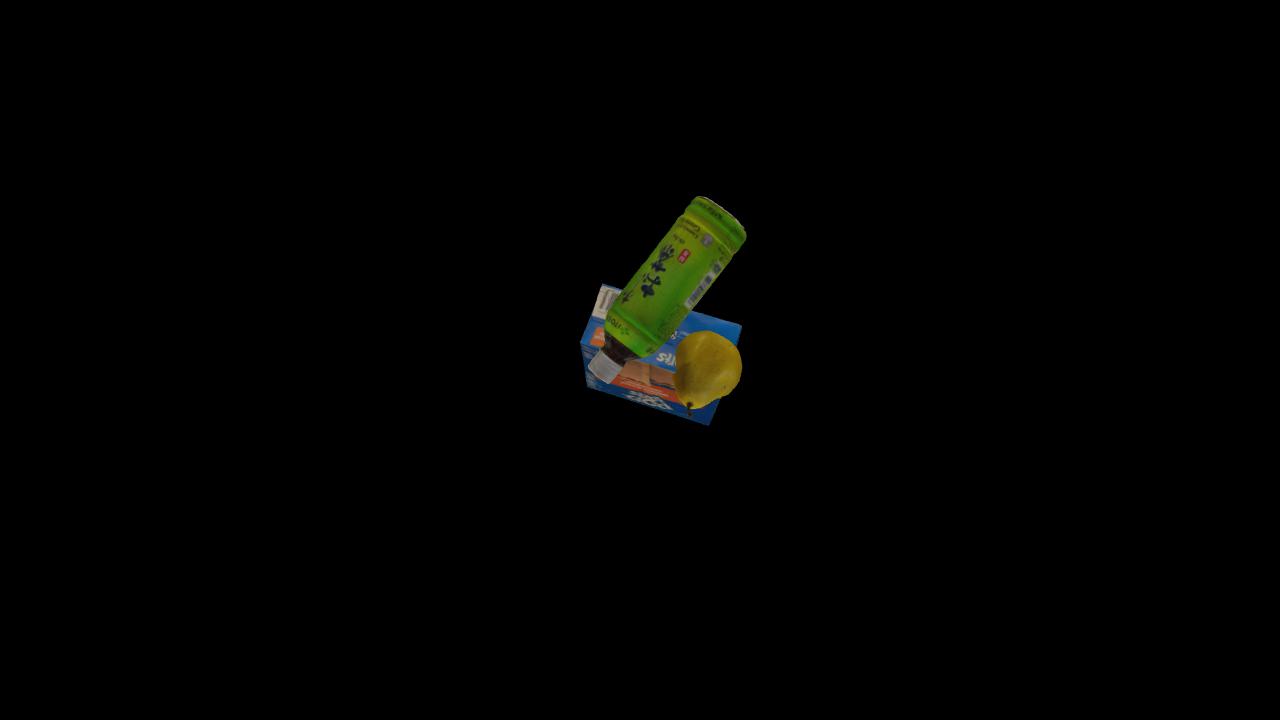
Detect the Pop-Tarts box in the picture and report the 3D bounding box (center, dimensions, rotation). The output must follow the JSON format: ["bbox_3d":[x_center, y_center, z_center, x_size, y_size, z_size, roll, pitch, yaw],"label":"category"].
[{"bbox_3d":[0.022,-0.001,0.734,0.167,0.083,0.141,18,-22,6],"label":"Pop-Tarts box"}]

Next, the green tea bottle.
[{"bbox_3d":[0.022,-0.066,0.638,0.073,0.212,0.073,37,3,-2],"label":"green tea bottle"}]

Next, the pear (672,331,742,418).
[{"bbox_3d":[0.060,0.020,0.660,0.080,0.080,0.111,0,35,38],"label":"pear"}]
